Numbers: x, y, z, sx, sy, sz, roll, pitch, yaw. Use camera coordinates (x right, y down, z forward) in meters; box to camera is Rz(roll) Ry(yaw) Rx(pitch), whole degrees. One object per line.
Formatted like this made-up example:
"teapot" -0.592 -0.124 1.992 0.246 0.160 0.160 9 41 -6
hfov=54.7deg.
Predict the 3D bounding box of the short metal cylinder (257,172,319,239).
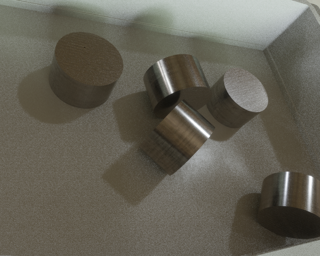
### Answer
"short metal cylinder" 0.171 0.101 0.401 0.080 0.080 0.050 31 52 -9

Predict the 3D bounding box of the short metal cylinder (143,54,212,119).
"short metal cylinder" 0.023 -0.054 0.415 0.081 0.080 0.050 -5 64 -30

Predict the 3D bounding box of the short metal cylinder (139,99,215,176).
"short metal cylinder" 0.020 0.011 0.374 0.050 0.080 0.080 43 51 1

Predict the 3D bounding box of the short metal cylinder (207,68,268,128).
"short metal cylinder" 0.119 -0.046 0.481 0.081 0.050 0.080 14 56 -21

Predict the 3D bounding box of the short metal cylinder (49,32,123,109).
"short metal cylinder" -0.092 -0.071 0.383 0.081 0.050 0.080 14 56 -21
